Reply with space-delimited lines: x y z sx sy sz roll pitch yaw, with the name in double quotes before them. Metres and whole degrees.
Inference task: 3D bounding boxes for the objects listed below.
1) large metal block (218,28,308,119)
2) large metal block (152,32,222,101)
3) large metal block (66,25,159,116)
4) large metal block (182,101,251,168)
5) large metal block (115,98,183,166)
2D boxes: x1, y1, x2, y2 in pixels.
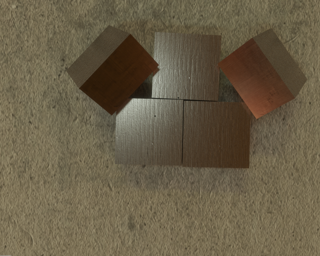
"large metal block" 0.128 -0.069 0.379 0.050 0.080 0.080 -35 90 40
"large metal block" 0.032 -0.075 0.399 0.081 0.050 0.079 3 90 -1
"large metal block" -0.060 -0.073 0.376 0.080 0.080 0.050 -47 125 0
"large metal block" 0.068 0.008 0.398 0.081 0.050 0.079 1 90 -1
"large metal block" -0.013 0.004 0.398 0.081 0.050 0.079 1 90 -1
